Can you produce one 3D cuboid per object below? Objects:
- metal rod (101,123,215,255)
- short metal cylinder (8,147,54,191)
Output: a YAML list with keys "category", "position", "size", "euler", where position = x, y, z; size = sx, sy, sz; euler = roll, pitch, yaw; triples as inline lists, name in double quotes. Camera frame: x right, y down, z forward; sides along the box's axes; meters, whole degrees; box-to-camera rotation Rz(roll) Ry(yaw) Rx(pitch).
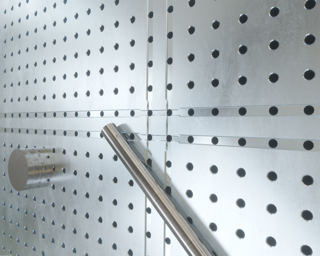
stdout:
- category: "metal rod"
  position: [0.007, 0.102, 0.403]
  size: [0.300, 0.025, 0.025]
  euler: [49, 119, 28]
- category: "short metal cylinder"
  position: [-0.251, 0.079, 0.601]
  size: [0.080, 0.050, 0.080]
  euler: [0, 90, 40]
